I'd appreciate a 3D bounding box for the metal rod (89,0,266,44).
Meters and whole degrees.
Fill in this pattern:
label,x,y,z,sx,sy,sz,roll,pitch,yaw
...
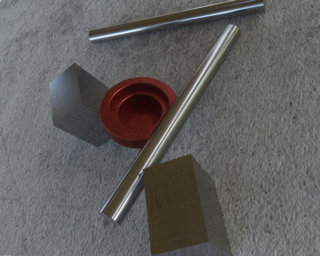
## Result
label,x,y,z,sx,sy,sz,roll,pitch,yaw
metal rod,0.012,-0.172,0.501,0.301,0.025,0.025,-2,61,26

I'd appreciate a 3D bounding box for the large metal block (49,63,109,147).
label,x,y,z,sx,sy,sz,roll,pitch,yaw
large metal block,-0.104,-0.030,0.436,0.050,0.080,0.080,-34,51,17

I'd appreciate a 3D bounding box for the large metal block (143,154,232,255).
label,x,y,z,sx,sy,sz,roll,pitch,yaw
large metal block,0.027,0.083,0.302,0.050,0.080,0.080,-20,54,16

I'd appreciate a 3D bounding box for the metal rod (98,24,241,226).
label,x,y,z,sx,sy,sz,roll,pitch,yaw
metal rod,0.026,-0.024,0.364,0.025,0.025,0.301,14,57,33

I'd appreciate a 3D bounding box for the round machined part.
label,x,y,z,sx,sy,sz,roll,pitch,yaw
round machined part,-0.025,-0.016,0.401,0.099,0.042,0.098,-1,57,3
